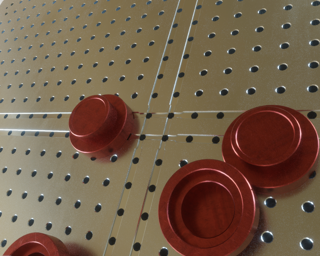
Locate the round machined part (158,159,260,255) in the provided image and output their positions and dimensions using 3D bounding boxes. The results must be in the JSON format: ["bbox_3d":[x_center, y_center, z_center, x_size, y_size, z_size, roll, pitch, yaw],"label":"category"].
[{"bbox_3d":[0.051,0.084,0.315,0.098,0.042,0.098,-13,59,23],"label":"round machined part"}]

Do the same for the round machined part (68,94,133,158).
[{"bbox_3d":[-0.092,-0.009,0.449,0.098,0.042,0.098,-13,56,20],"label":"round machined part"}]

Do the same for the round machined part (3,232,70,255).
[{"bbox_3d":[-0.144,0.177,0.362,0.098,0.042,0.098,-13,56,20],"label":"round machined part"}]

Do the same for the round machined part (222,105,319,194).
[{"bbox_3d":[0.113,0.016,0.328,0.098,0.042,0.098,-13,56,20],"label":"round machined part"}]
